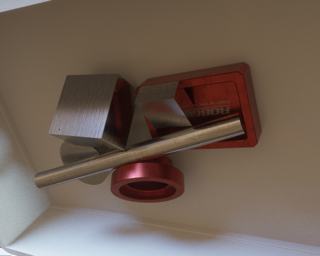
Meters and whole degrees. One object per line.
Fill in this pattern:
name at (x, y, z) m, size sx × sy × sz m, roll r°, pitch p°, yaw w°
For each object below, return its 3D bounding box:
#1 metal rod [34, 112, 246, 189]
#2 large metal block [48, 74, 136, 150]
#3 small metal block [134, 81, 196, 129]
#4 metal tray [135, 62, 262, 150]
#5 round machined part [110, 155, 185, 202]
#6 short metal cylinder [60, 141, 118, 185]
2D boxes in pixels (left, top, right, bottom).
metal rod at (-0.042, 0.036, 0.396) m, size 0.300 × 0.025 × 0.025 m, roll -17°, pitch 110°, yaw 23°
large metal block at (-0.081, -0.020, 0.390) m, size 0.080 × 0.080 × 0.050 m, roll 4°, pitch 162°, yaw 27°
small metal block at (0.007, -0.025, 0.358) m, size 0.050 × 0.025 × 0.050 m, roll -5°, pitch 143°, yaw 30°
metal tray at (0.044, -0.020, 0.366) m, size 0.130 × 0.030 × 0.090 m, roll -5°, pitch 116°, yaw 30°
round machined part at (-0.016, 0.067, 0.423) m, size 0.099 × 0.042 × 0.098 m, roll 0°, pitch 149°, yaw 0°
short metal cylinder at (-0.100, 0.038, 0.464) m, size 0.080 × 0.050 × 0.079 m, roll 13°, pitch 124°, yaw 20°
